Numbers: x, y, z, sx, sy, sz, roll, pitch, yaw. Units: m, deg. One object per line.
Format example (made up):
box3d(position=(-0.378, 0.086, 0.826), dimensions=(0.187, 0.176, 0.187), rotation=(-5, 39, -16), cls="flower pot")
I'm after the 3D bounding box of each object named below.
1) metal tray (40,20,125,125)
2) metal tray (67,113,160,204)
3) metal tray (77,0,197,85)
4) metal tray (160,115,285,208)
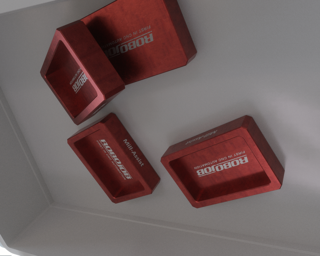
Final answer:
box3d(position=(-0.102, -0.061, 0.386), dimensions=(0.090, 0.030, 0.130), rotation=(56, 149, -5), cls="metal tray")
box3d(position=(-0.071, 0.050, 0.473), dimensions=(0.090, 0.030, 0.130), rotation=(-24, 106, 36), cls="metal tray")
box3d(position=(-0.033, -0.102, 0.360), dimensions=(0.130, 0.030, 0.090), rotation=(-12, 112, 33), cls="metal tray")
box3d(position=(0.076, 0.048, 0.394), dimensions=(0.130, 0.030, 0.090), rotation=(-25, 105, 37), cls="metal tray")
